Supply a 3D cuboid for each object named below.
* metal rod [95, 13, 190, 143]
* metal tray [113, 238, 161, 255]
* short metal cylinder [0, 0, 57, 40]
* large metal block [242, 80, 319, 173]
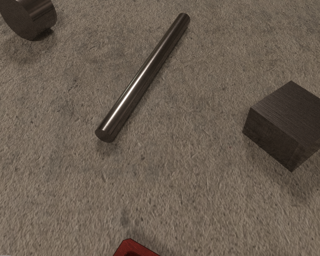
[{"bbox_3d":[-0.014,-0.095,0.483,0.025,0.025,0.301,18,52,14],"label":"metal rod"},{"bbox_3d":[-0.026,0.172,0.255,0.090,0.030,0.130,24,54,18],"label":"metal tray"},{"bbox_3d":[-0.227,-0.199,0.532,0.080,0.080,0.050,24,54,18],"label":"short metal cylinder"},{"bbox_3d":[0.167,-0.004,0.393,0.081,0.050,0.080,-31,57,-24],"label":"large metal block"}]
